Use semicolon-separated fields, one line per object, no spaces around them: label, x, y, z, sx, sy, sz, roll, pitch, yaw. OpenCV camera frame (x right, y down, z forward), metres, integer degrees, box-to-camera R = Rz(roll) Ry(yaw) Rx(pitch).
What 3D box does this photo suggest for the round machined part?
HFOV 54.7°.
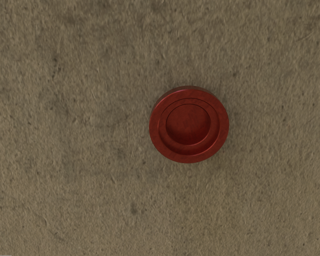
round machined part;0.036;-0.007;0.399;0.099;0.042;0.097;0;110;-1
